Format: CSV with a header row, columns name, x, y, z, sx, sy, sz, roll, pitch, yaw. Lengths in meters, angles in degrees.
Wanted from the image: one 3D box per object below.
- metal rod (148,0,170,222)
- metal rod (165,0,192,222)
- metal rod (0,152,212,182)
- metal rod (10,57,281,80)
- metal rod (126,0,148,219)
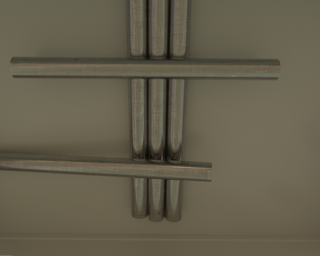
name,x,y,z,sx,sy,sz,roll,pitch,yaw
metal rod,-0.004,-0.008,0.407,0.025,0.025,0.298,1,110,0
metal rod,0.022,-0.008,0.406,0.025,0.025,0.298,1,110,0
metal rod,-0.085,0.050,0.409,0.302,0.025,0.025,2,110,6
metal rod,-0.016,-0.069,0.358,0.302,0.025,0.025,0,110,0
metal rod,-0.028,-0.013,0.405,0.025,0.025,0.298,0,110,0
